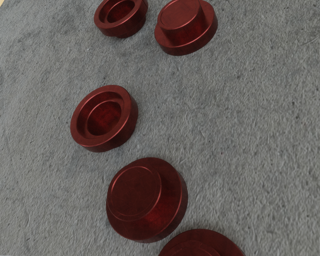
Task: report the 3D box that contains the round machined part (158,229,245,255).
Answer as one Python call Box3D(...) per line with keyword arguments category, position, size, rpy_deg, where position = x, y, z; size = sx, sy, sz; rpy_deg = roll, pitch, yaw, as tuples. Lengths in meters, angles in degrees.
Box3D(category="round machined part", position=(0.035, 0.143, 0.287), size=(0.098, 0.042, 0.098), rpy_deg=(-13, 56, 21))

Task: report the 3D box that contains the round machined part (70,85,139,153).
Box3D(category="round machined part", position=(-0.073, -0.009, 0.437), size=(0.098, 0.042, 0.098), rpy_deg=(-13, 56, 21))

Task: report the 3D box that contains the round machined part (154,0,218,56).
Box3D(category="round machined part", position=(0.035, -0.162, 0.474), size=(0.098, 0.042, 0.098), rpy_deg=(-13, 56, 21))

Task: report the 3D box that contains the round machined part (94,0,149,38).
Box3D(category="round machined part", position=(-0.064, -0.199, 0.549), size=(0.098, 0.042, 0.098), rpy_deg=(-13, 56, 21))

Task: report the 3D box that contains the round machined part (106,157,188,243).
Box3D(category="round machined part", position=(-0.021, 0.078, 0.356), size=(0.098, 0.042, 0.098), rpy_deg=(-13, 56, 21))
